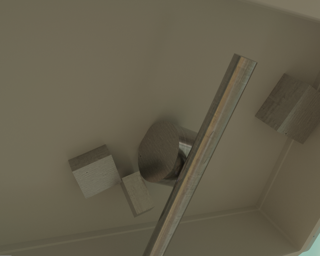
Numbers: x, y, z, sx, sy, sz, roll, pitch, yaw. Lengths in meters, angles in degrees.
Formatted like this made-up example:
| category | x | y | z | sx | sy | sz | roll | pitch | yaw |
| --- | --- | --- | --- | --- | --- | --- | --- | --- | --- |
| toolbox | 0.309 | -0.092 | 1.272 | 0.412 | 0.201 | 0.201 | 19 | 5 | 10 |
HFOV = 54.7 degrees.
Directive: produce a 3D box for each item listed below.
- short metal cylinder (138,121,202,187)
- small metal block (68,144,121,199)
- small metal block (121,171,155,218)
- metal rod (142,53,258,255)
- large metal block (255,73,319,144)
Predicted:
| category | x | y | z | sx | sy | sz | roll | pitch | yaw |
| --- | --- | --- | --- | --- | --- | --- | --- | --- | --- |
| short metal cylinder | 0.016 | 0.036 | 0.405 | 0.050 | 0.080 | 0.080 | 20 | 108 | -36 |
| small metal block | -0.083 | 0.056 | 0.399 | 0.050 | 0.025 | 0.050 | -24 | 127 | -14 |
| small metal block | -0.031 | 0.091 | 0.420 | 0.025 | 0.050 | 0.050 | -21 | 164 | -16 |
| metal rod | 0.034 | 0.060 | 0.361 | 0.025 | 0.025 | 0.298 | 9 | 114 | -33 |
| large metal block | 0.214 | -0.029 | 0.494 | 0.080 | 0.050 | 0.080 | 21 | 107 | -36 |
